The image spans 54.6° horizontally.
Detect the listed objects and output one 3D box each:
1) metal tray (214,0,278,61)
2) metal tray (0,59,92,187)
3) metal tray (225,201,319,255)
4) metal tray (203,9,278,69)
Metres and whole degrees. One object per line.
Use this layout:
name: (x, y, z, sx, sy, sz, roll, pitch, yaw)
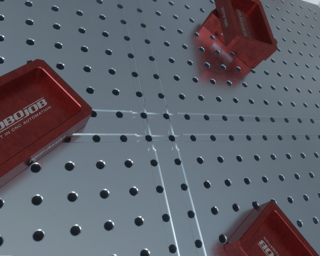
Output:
metal tray: (0.154, -0.190, 0.563, 0.091, 0.030, 0.130, 8, 58, -24)
metal tray: (-0.150, -0.010, 0.329, 0.090, 0.030, 0.131, 45, 51, 3)
metal tray: (0.152, 0.169, 0.382, 0.091, 0.030, 0.130, -32, 80, -38)
metal tray: (0.158, -0.184, 0.601, 0.130, 0.030, 0.090, 43, 51, 2)
